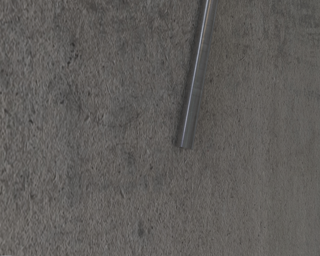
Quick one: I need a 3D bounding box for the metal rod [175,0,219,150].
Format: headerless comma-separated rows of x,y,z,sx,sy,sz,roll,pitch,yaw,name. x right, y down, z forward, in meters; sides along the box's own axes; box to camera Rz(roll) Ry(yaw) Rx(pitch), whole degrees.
0.061,-0.117,0.454,0.025,0.025,0.299,18,79,-39,metal rod
